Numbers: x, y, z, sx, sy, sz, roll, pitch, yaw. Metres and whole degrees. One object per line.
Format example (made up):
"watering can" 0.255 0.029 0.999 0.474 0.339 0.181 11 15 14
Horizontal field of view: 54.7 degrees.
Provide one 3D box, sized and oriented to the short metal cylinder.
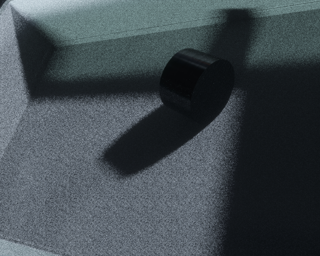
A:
"short metal cylinder" 0.046 -0.051 0.377 0.050 0.080 0.080 31 79 37
